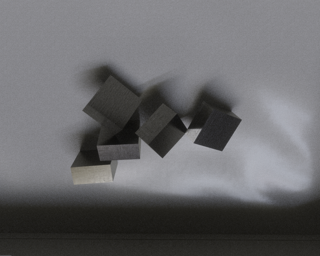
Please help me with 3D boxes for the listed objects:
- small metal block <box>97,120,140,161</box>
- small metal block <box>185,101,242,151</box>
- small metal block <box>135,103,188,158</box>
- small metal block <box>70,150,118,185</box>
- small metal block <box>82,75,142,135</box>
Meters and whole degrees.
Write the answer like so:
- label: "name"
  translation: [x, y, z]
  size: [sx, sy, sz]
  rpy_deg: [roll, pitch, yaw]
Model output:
- label: "small metal block"
  translation: [-0.051, 0.015, 0.400]
  size: [0.050, 0.050, 0.025]
  rpy_deg: [-3, 126, 0]
- label: "small metal block"
  translation: [0.069, -0.002, 0.402]
  size: [0.050, 0.025, 0.050]
  rpy_deg: [17, 111, -31]
- label: "small metal block"
  translation: [0.003, 0.005, 0.391]
  size: [0.050, 0.025, 0.050]
  rpy_deg: [-47, 148, -5]
- label: "small metal block"
  translation: [-0.086, 0.051, 0.415]
  size: [0.050, 0.050, 0.025]
  rpy_deg: [-4, 110, 1]
- label: "small metal block"
  translation: [-0.059, -0.028, 0.385]
  size: [0.050, 0.050, 0.025]
  rpy_deg: [38, 150, -13]
